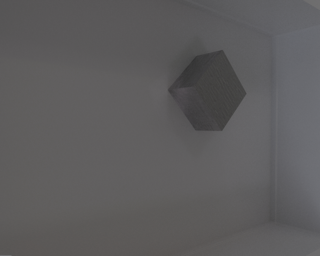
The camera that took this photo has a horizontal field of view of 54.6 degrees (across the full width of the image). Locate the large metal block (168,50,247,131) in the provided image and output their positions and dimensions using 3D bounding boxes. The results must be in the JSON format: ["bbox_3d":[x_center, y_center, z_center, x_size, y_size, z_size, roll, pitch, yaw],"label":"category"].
[{"bbox_3d":[0.070,-0.052,0.448,0.080,0.050,0.080,-52,120,-27],"label":"large metal block"}]
